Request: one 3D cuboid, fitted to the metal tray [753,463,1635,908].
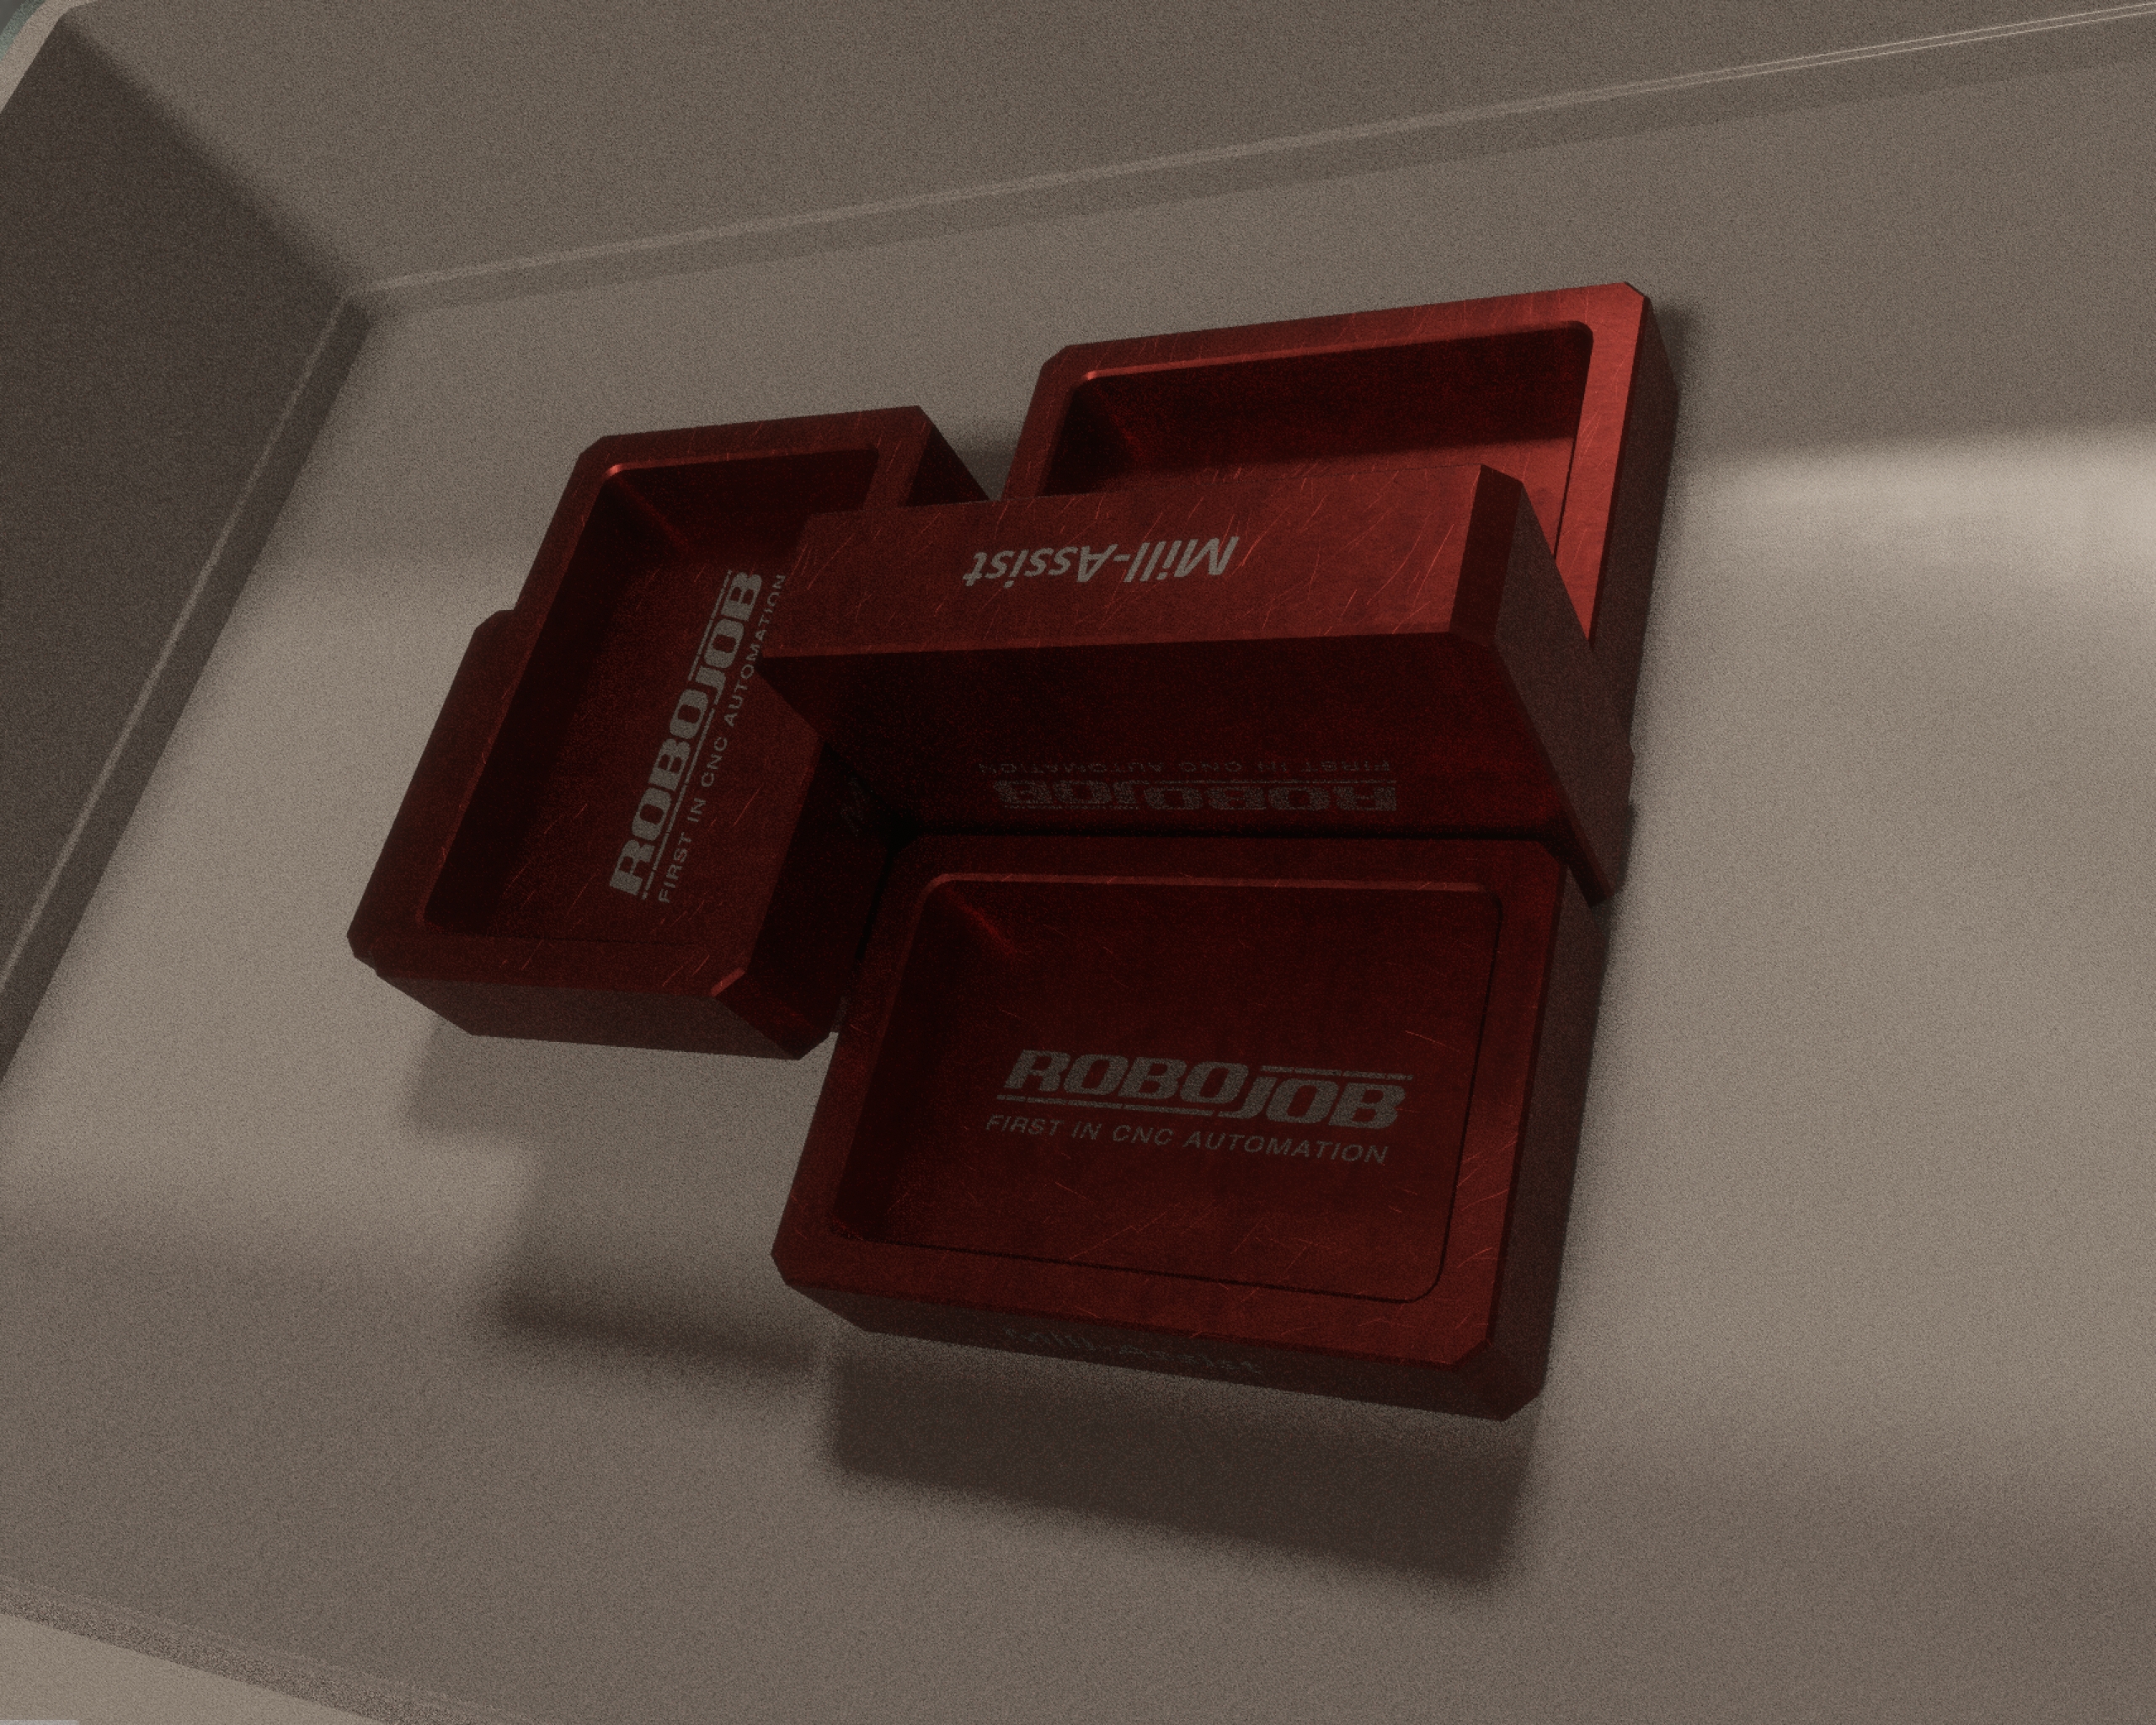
[{"bbox_3d":[0.022,-0.026,0.365,0.130,0.090,0.030,1,63,28],"label":"metal tray"}]

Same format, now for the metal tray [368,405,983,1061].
[{"bbox_3d":[-0.077,-0.028,0.417,0.090,0.030,0.130,1,62,28],"label":"metal tray"}]

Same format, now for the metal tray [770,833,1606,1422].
[{"bbox_3d":[0.019,0.041,0.364,0.130,0.030,0.090,1,62,28],"label":"metal tray"}]

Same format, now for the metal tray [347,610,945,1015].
[{"bbox_3d":[-0.086,-0.012,0.449,0.130,0.030,0.090,1,62,28],"label":"metal tray"}]

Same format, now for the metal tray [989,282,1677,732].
[{"bbox_3d":[0.046,-0.065,0.416,0.130,0.030,0.090,1,62,28],"label":"metal tray"}]
